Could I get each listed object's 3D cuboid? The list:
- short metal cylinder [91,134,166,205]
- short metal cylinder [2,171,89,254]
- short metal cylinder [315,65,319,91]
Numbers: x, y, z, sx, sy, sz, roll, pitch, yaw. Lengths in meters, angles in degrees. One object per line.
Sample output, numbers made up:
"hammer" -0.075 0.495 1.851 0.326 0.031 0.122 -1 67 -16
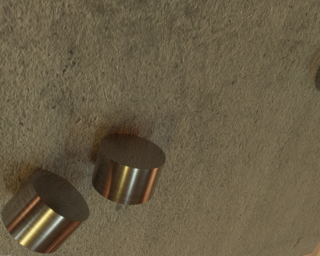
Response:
"short metal cylinder" -0.039 0.048 0.380 0.081 0.080 0.050 4 117 -30
"short metal cylinder" -0.130 0.095 0.359 0.050 0.080 0.080 -47 129 5
"short metal cylinder" 0.303 -0.085 0.504 0.081 0.050 0.079 -14 124 -21
